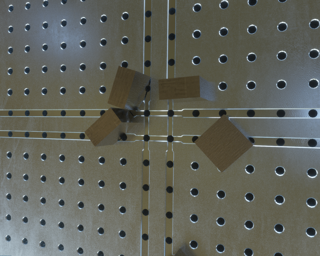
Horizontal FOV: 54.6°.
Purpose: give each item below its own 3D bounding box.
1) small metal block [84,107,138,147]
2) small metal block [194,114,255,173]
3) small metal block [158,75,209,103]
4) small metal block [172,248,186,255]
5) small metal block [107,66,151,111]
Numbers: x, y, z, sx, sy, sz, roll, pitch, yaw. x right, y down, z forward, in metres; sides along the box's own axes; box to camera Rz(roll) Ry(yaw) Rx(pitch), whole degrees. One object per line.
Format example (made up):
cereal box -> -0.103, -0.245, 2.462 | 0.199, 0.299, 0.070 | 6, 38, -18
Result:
small metal block -> -0.065, -0.001, 0.423 | 0.050, 0.050, 0.025 | -41, 77, 15
small metal block -> 0.080, 0.019, 0.385 | 0.050, 0.025, 0.050 | -45, 76, 14
small metal block -> 0.031, -0.047, 0.389 | 0.050, 0.050, 0.025 | -2, 89, 20
small metal block -> 0.022, 0.197, 0.405 | 0.050, 0.025, 0.050 | -45, 76, 14
small metal block -> -0.040, -0.051, 0.414 | 0.025, 0.050, 0.050 | 20, 97, 19
